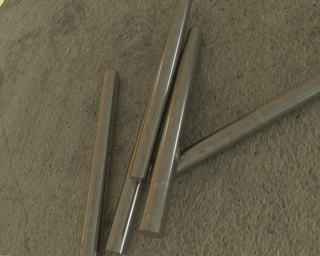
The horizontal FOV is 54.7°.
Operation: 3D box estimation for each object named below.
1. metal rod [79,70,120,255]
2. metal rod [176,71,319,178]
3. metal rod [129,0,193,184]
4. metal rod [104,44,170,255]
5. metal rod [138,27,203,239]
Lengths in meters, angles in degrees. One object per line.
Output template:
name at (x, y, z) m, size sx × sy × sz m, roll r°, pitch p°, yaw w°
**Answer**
metal rod at (-0.079, 0.043, 0.418) m, size 0.025 × 0.025 × 0.299 m, roll -13°, pitch 56°, yaw 21°
metal rod at (0.141, -0.027, 0.346) m, size 0.300 × 0.025 × 0.025 m, roll -31°, pitch 52°, yaw 8°
metal rod at (0.008, -0.073, 0.418) m, size 0.025 × 0.025 × 0.300 m, roll -1°, pitch 62°, yaw 28°
metal rod at (-0.016, 0.007, 0.407) m, size 0.025 × 0.025 × 0.300 m, roll 0°, pitch 62°, yaw 28°
metal rod at (0.022, -0.019, 0.380) m, size 0.025 × 0.025 × 0.300 m, roll -5°, pitch 52°, yaw 26°
